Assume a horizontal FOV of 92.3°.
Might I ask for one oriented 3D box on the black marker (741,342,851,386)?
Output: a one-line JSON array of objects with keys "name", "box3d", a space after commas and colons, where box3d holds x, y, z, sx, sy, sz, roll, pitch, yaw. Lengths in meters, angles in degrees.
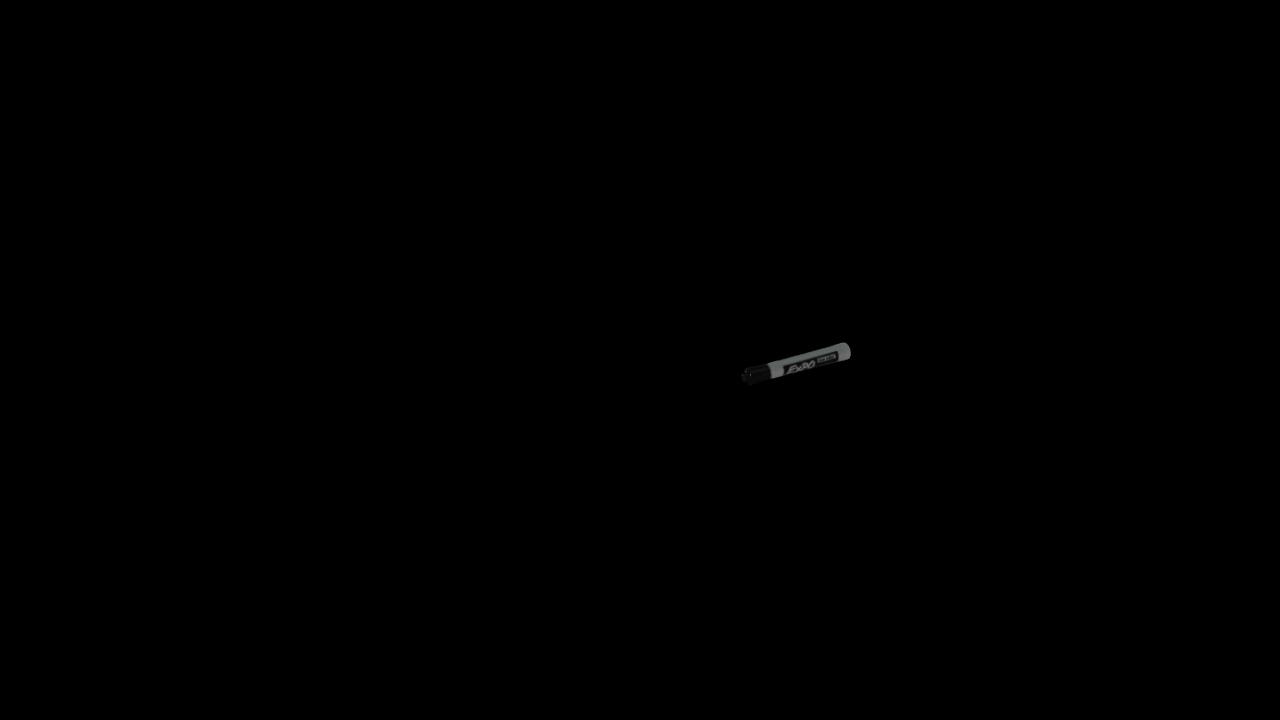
[{"name": "black marker", "box3d": [0.163, 0.004, 0.642, 0.121, 0.020, 0.020, -14, 3, -12]}]
